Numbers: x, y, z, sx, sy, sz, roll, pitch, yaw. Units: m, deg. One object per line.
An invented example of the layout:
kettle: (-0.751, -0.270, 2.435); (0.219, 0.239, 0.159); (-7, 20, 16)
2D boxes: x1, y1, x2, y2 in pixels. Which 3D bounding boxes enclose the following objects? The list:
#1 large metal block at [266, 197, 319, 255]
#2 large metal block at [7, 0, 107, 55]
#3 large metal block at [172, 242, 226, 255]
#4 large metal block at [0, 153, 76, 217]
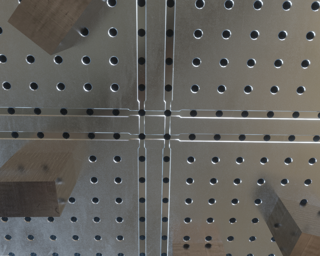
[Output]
large metal block: (0.212, 0.151, 0.443); (0.081, 0.080, 0.050); (14, 109, -6)
large metal block: (-0.103, -0.131, 0.334); (0.050, 0.080, 0.080); (39, 105, -13)
large metal block: (0.060, 0.230, 0.486); (0.081, 0.050, 0.079); (0, 110, -1)
large metal block: (-0.163, 0.072, 0.408); (0.081, 0.080, 0.050); (0, 110, 0)
